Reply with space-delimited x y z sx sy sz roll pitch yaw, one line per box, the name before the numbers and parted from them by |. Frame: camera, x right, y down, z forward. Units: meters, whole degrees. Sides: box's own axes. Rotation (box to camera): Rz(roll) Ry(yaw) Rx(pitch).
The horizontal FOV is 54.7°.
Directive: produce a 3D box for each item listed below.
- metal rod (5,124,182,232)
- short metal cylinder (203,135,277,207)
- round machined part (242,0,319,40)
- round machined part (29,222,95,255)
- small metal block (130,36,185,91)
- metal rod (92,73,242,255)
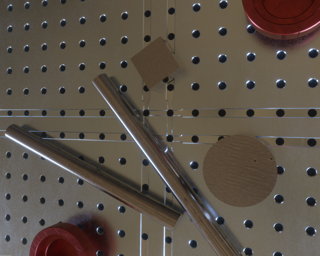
metal rod | -0.107 0.064 0.450 0.301 0.025 0.025 25 98 18
short metal cylinder | 0.095 0.047 0.365 0.080 0.050 0.080 0 90 20
round machined part | 0.146 -0.149 0.352 0.098 0.042 0.097 0 90 20
round machined part | -0.136 0.187 0.452 0.098 0.042 0.097 0 90 20
small metal block | -0.003 -0.084 0.414 0.050 0.025 0.050 -34 79 17
metal rod | 0.002 0.047 0.411 0.025 0.025 0.299 -41 77 15
